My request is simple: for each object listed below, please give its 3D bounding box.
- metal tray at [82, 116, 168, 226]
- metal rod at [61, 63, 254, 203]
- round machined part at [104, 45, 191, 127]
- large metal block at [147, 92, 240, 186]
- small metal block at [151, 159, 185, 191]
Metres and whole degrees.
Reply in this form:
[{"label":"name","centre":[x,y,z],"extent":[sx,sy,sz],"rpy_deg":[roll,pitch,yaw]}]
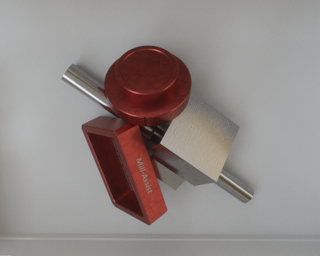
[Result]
[{"label":"metal tray","centre":[-0.046,0.052,0.395],"extent":[0.030,0.090,0.129],"rpy_deg":[-31,113,-33]},{"label":"metal rod","centre":[0.006,0.014,0.415],"extent":[0.301,0.025,0.025],"rpy_deg":[35,106,-13]},{"label":"round machined part","centre":[-0.014,-0.054,0.349],"extent":[0.099,0.098,0.042],"rpy_deg":[-2,151,0]},{"label":"large metal block","centre":[0.039,0.014,0.381],"extent":[0.080,0.050,0.080],"rpy_deg":[35,63,-12]},{"label":"small metal block","centre":[0.008,0.049,0.414],"extent":[0.050,0.050,0.025],"rpy_deg":[36,106,-13]}]
